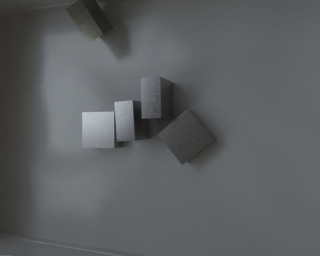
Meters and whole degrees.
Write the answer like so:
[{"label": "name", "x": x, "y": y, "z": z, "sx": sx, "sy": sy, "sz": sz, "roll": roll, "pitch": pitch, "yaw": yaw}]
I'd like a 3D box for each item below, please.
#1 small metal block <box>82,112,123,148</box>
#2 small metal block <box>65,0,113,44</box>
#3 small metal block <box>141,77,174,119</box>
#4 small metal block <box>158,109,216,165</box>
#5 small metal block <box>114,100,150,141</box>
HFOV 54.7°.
[{"label": "small metal block", "x": -0.081, "y": 0.003, "z": 0.438, "sx": 0.050, "sy": 0.025, "sz": 0.050, "roll": 0, "pitch": 90, "yaw": 19}, {"label": "small metal block", "x": -0.094, "y": -0.148, "z": 0.420, "sx": 0.025, "sy": 0.050, "sz": 0.050, "roll": -25, "pitch": 111, "yaw": 18}, {"label": "small metal block", "x": -0.002, "y": -0.037, "z": 0.397, "sx": 0.025, "sy": 0.050, "sz": 0.050, "roll": -1, "pitch": 90, "yaw": 20}, {"label": "small metal block", "x": 0.035, "y": 0.011, "z": 0.398, "sx": 0.050, "sy": 0.025, "sz": 0.050, "roll": -41, "pitch": 77, "yaw": 15}, {"label": "small metal block", "x": -0.035, "y": -0.009, "z": 0.409, "sx": 0.025, "sy": 0.050, "sz": 0.050, "roll": -4, "pitch": 89, "yaw": 20}]
